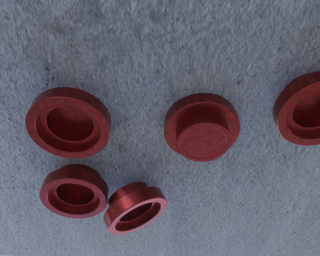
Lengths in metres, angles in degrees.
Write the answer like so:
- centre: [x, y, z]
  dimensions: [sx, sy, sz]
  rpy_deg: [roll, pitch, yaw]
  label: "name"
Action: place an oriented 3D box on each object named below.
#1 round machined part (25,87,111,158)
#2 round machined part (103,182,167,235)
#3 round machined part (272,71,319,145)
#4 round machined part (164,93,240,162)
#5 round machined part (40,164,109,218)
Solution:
- centre: [-0.110, -0.011, 0.386]
  dimensions: [0.099, 0.042, 0.097]
  rpy_deg: [-1, 130, 0]
  label: "round machined part"
- centre: [-0.041, 0.120, 0.481]
  dimensions: [0.099, 0.042, 0.097]
  rpy_deg: [-22, 146, -16]
  label: "round machined part"
- centre: [0.187, -0.028, 0.375]
  dimensions: [0.099, 0.042, 0.097]
  rpy_deg: [-1, 130, 0]
  label: "round machined part"
- centre: [0.055, 0.006, 0.403]
  dimensions: [0.099, 0.042, 0.097]
  rpy_deg: [-1, 130, 0]
  label: "round machined part"
- centre: [-0.128, 0.093, 0.473]
  dimensions: [0.099, 0.042, 0.097]
  rpy_deg: [0, 130, 0]
  label: "round machined part"
